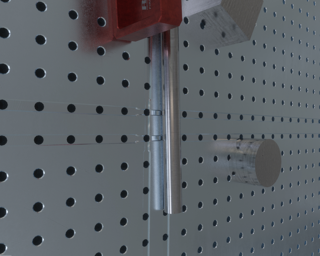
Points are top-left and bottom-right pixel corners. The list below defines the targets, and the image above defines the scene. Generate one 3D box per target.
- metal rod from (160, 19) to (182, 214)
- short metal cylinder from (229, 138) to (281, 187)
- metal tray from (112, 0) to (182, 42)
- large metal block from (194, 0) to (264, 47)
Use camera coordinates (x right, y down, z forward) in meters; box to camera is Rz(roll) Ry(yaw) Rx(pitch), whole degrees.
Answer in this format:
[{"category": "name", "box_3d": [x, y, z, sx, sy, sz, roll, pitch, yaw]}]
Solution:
[{"category": "metal rod", "box_3d": [0.015, -0.035, 0.421, 0.025, 0.025, 0.298, -2, 92, -40]}, {"category": "short metal cylinder", "box_3d": [0.164, 0.058, 0.530, 0.081, 0.050, 0.079, 0, 90, -40]}, {"category": "metal tray", "box_3d": [-0.019, -0.173, 0.350, 0.030, 0.090, 0.129, -5, 94, -40]}, {"category": "large metal block", "box_3d": [0.110, -0.189, 0.484, 0.080, 0.050, 0.080, 35, 68, -35]}]
